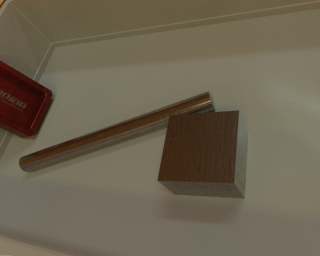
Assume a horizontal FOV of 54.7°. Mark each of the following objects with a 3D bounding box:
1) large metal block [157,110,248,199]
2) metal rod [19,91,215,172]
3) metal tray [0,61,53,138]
[{"bbox_3d":[0.051,0.030,0.344,0.080,0.050,0.080,-3,60,26],"label":"large metal block"},{"bbox_3d":[-0.071,0.010,0.434,0.301,0.025,0.025,-18,55,17],"label":"metal rod"},{"bbox_3d":[-0.251,-0.051,0.496,0.030,0.130,0.090,-11,56,44],"label":"metal tray"}]
